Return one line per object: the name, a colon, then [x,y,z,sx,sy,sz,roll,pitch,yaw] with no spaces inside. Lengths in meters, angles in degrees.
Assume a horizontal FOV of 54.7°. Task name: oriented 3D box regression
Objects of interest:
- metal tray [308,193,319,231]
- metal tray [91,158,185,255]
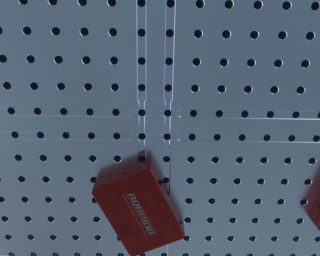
metal tray: [0.303,0.119,0.459,0.131,0.030,0.089,14,109,-6]
metal tray: [-0.029,0.119,0.454,0.090,0.030,0.129,-23,109,7]
